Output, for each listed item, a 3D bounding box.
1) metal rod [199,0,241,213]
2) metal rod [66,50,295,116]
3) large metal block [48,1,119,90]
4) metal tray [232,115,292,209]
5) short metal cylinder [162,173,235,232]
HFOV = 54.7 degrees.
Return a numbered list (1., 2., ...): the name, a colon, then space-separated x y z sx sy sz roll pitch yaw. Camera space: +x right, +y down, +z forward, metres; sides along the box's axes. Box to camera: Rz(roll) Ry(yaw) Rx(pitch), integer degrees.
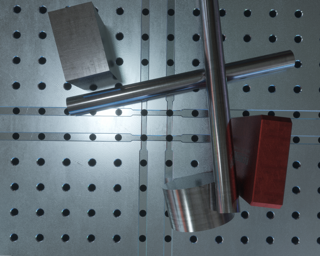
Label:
1. metal rod: 0.069 -0.052 0.375 0.025 0.025 0.299 -2 74 0
2. metal rod: 0.027 -0.060 0.413 0.302 0.025 0.025 -12 90 0
3. large metal block: -0.091 -0.097 0.385 0.050 0.080 0.080 -14 90 0
4. metal tray: 0.108 0.032 0.362 0.030 0.130 0.089 7 90 0
5. short metal cylinder: 0.047 0.090 0.386 0.080 0.080 0.050 -12 90 0
